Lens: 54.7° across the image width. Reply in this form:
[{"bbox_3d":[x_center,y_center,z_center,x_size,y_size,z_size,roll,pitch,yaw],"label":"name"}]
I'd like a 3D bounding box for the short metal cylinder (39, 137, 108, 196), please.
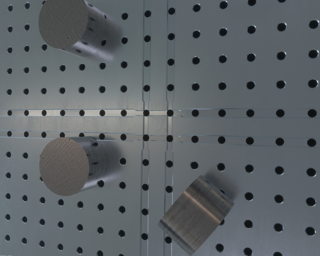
[{"bbox_3d":[-0.122,0.052,0.442,0.080,0.050,0.079,0,90,20],"label":"short metal cylinder"}]

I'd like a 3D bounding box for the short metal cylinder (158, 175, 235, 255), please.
[{"bbox_3d":[0.043,0.102,0.368,0.050,0.080,0.080,40,103,15],"label":"short metal cylinder"}]

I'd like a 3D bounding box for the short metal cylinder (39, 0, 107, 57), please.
[{"bbox_3d":[-0.123,-0.147,0.443,0.080,0.050,0.079,0,90,20],"label":"short metal cylinder"}]
